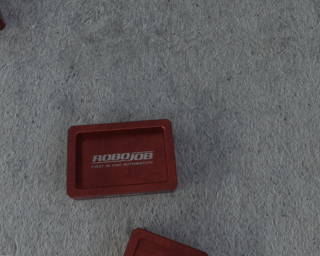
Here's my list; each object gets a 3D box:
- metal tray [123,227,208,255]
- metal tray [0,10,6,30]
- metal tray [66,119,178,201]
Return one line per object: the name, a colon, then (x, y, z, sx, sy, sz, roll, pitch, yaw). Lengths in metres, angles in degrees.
metal tray: (-0.008, 0.187, 0.336, 0.090, 0.030, 0.130, 19, 71, 6)
metal tray: (-0.313, -0.171, 0.465, 0.131, 0.030, 0.090, -23, 72, -8)
metal tray: (-0.047, 0.039, 0.390, 0.131, 0.030, 0.090, -4, 70, -2)
